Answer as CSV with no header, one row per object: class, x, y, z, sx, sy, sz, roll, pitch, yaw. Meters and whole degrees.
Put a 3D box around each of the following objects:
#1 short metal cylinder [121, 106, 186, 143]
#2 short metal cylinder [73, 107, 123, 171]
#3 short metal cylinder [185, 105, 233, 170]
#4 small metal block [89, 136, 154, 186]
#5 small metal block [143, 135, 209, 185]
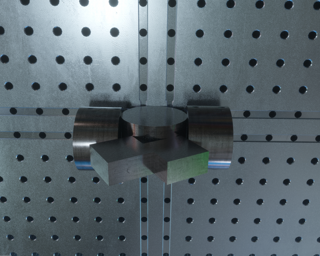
short metal cylinder,-0.007,0.008,0.386,0.081,0.080,0.050,1,110,-1
short metal cylinder,-0.073,0.013,0.388,0.050,0.080,0.079,1,110,0
short metal cylinder,0.058,0.012,0.388,0.050,0.080,0.079,1,110,0
small metal block,-0.040,0.032,0.325,0.050,0.050,0.025,-11,114,-30
small metal block,0.016,0.032,0.330,0.050,0.050,0.025,-11,113,-29
